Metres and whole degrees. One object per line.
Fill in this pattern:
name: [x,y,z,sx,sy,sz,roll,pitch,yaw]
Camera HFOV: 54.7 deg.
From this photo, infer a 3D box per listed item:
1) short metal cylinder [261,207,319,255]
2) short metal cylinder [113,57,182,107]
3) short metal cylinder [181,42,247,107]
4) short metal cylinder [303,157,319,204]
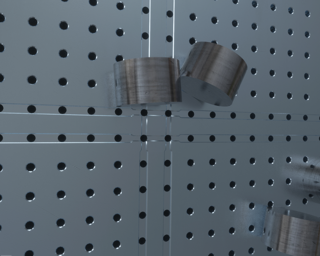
short metal cylinder: [0.194,0.151,0.455,0.081,0.080,0.050,12,86,-20]
short metal cylinder: [-0.015,-0.053,0.378,0.081,0.080,0.050,-4,92,-20]
short metal cylinder: [0.067,-0.069,0.408,0.080,0.080,0.050,28,81,-18]
short metal cylinder: [0.284,0.089,0.504,0.081,0.050,0.079,0,90,-20]
